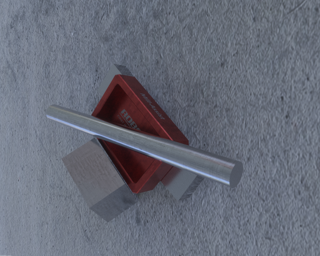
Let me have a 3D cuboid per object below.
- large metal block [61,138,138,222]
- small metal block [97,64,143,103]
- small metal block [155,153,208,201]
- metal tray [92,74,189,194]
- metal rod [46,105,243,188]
[{"bbox_3d":[-0.080,0.073,0.423,0.050,0.080,0.080,-34,62,-10],"label":"large metal block"},{"bbox_3d":[-0.058,-0.057,0.452,0.050,0.025,0.050,52,120,27],"label":"small metal block"},{"bbox_3d":[0.026,0.053,0.383,0.050,0.025,0.050,46,117,30],"label":"small metal block"},{"bbox_3d":[-0.033,0.005,0.395,0.130,0.030,0.090,51,120,27],"label":"metal tray"},{"bbox_3d":[-0.045,0.009,0.370,0.300,0.025,0.025,16,100,38],"label":"metal rod"}]
